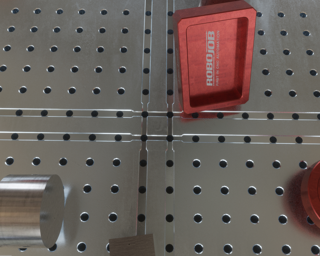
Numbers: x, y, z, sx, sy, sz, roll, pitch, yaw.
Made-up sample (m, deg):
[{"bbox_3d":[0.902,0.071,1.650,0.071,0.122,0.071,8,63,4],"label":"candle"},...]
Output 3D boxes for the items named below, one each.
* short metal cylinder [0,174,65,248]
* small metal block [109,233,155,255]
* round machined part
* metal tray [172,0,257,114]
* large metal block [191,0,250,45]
[{"bbox_3d":[-0.145,0.092,0.348,0.050,0.080,0.080,0,70,0],"label":"short metal cylinder"},{"bbox_3d":[-0.030,0.151,0.356,0.050,0.025,0.050,-7,70,-3],"label":"small metal block"},{"bbox_3d":[0.219,0.083,0.374,0.099,0.042,0.098,0,70,0],"label":"round machined part"},{"bbox_3d":[0.067,-0.084,0.389,0.091,0.129,0.030,-10,39,-4],"label":"metal tray"},{"bbox_3d":[0.084,-0.155,0.424,0.050,0.079,0.080,26,43,9],"label":"large metal block"}]
